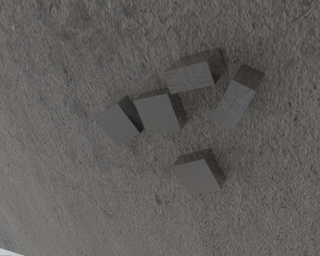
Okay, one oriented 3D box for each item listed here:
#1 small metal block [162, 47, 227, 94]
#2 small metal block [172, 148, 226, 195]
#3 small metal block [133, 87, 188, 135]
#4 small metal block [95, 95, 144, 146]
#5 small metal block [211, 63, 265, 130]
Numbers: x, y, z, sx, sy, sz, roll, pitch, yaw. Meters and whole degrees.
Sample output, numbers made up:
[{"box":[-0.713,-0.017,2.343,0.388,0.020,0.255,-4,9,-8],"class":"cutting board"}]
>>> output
[{"box":[0.039,-0.062,0.332,0.050,0.050,0.025,-9,114,32],"class":"small metal block"},{"box":[0.053,0.060,0.416,0.050,0.025,0.050,-19,109,35],"class":"small metal block"},{"box":[0.001,-0.022,0.393,0.050,0.025,0.050,-8,114,32],"class":"small metal block"},{"box":[-0.053,-0.009,0.429,0.050,0.025,0.050,-28,103,37],"class":"small metal block"},{"box":[0.083,-0.034,0.326,0.025,0.050,0.050,29,128,9],"class":"small metal block"}]
